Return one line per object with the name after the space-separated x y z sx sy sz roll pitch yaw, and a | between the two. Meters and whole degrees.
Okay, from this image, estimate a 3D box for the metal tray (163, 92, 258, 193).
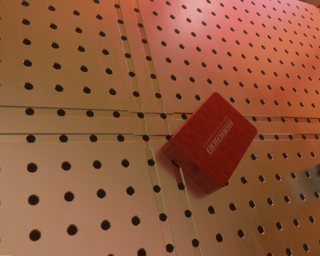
0.075 0.016 0.438 0.090 0.030 0.131 43 51 1 | metal tray
